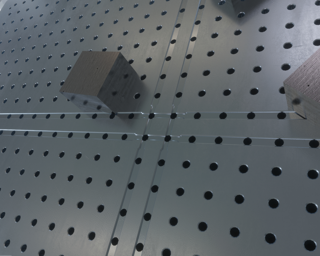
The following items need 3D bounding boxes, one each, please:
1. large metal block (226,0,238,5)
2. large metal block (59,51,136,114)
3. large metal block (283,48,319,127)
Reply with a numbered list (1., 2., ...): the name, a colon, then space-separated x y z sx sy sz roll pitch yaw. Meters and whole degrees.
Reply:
1. large metal block: 0.117 -0.254 0.487 0.080 0.050 0.080 -37 51 3
2. large metal block: -0.097 -0.073 0.490 0.080 0.050 0.080 10 67 32
3. large metal block: 0.190 -0.041 0.318 0.080 0.050 0.080 -43 51 -1
